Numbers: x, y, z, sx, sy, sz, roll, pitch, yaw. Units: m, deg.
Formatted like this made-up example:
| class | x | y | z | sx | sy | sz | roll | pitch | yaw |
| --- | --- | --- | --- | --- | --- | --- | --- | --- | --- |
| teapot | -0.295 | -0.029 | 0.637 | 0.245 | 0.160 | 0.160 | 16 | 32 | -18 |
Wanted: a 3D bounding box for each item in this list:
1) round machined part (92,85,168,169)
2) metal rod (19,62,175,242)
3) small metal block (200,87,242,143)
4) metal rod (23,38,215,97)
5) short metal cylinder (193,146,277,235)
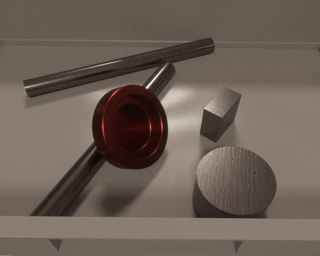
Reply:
| class | x | y | z | sx | sy | sz | roll | pitch | yaw |
| --- | --- | --- | --- | --- | --- | --- | --- | --- | --- |
| round machined part | -0.039 | 0.000 | 0.370 | 0.042 | 0.098 | 0.098 | -7 | 37 | 45 |
| metal rod | -0.060 | 0.007 | 0.397 | 0.025 | 0.025 | 0.301 | 23 | 53 | 18 |
| small metal block | 0.079 | -0.017 | 0.404 | 0.025 | 0.050 | 0.050 | 30 | 56 | 22 |
| metal rod | -0.054 | -0.099 | 0.487 | 0.302 | 0.025 | 0.025 | -17 | 52 | -14 |
| short metal cylinder | 0.077 | 0.067 | 0.334 | 0.081 | 0.050 | 0.080 | 0 | 50 | 0 |
